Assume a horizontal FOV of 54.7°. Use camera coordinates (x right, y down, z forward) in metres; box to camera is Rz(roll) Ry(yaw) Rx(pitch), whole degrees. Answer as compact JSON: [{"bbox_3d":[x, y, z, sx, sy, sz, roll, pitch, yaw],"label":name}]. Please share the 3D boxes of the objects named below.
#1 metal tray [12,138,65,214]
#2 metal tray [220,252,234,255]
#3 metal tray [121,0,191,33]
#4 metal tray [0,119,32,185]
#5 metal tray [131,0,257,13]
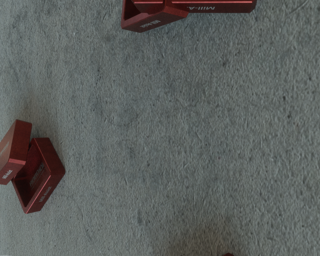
[{"bbox_3d":[-0.239,0.092,0.598,0.129,0.030,0.090,-51,60,27],"label":"metal tray"},{"bbox_3d":[0.050,0.213,0.360,0.129,0.030,0.090,-40,66,32],"label":"metal tray"},{"bbox_3d":[-0.007,-0.172,0.377,0.130,0.030,0.089,16,101,61],"label":"metal tray"},{"bbox_3d":[-0.298,0.051,0.619,0.129,0.030,0.090,-35,48,41],"label":"metal tray"},{"bbox_3d":[0.038,-0.172,0.330,0.131,0.030,0.089,4,91,11],"label":"metal tray"}]
